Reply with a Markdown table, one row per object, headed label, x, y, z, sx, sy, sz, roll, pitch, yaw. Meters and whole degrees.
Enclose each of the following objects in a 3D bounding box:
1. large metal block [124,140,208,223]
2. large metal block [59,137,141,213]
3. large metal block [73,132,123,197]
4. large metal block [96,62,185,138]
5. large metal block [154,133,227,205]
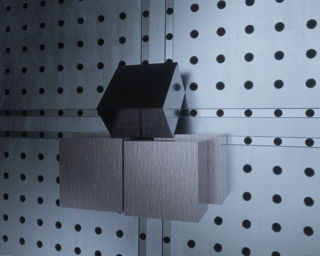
| label | x | y | z | sx | sy | sz | roll | pitch | yaw |
| --- | --- | --- | --- | --- | --- | --- | --- | --- | --- |
| large metal block | 0.008 | 0.053 | 0.341 | 0.080 | 0.050 | 0.079 | 0 | 90 | 19 |
| large metal block | -0.069 | 0.051 | 0.366 | 0.080 | 0.050 | 0.079 | 0 | 90 | 19 |
| large metal block | -0.071 | 0.047 | 0.424 | 0.080 | 0.050 | 0.079 | 2 | 91 | 19 |
| large metal block | -0.020 | -0.035 | 0.384 | 0.080 | 0.050 | 0.080 | 1 | 48 | 19 |
| large metal block | 0.040 | 0.047 | 0.384 | 0.080 | 0.050 | 0.079 | -1 | 90 | 19 |
